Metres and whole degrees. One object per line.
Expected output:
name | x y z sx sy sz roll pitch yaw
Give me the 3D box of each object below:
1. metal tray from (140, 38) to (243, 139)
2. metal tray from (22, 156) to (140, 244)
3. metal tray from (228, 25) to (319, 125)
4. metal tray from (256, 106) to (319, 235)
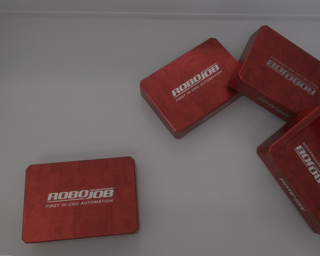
metal tray | 0.050 -0.057 0.428 0.131 0.030 0.090 -34 74 -12
metal tray | -0.093 0.086 0.375 0.131 0.030 0.090 -5 70 -2
metal tray | 0.167 -0.064 0.412 0.130 0.030 0.090 31 72 -7
metal tray | 0.189 0.051 0.368 0.090 0.030 0.130 -37 93 -12
